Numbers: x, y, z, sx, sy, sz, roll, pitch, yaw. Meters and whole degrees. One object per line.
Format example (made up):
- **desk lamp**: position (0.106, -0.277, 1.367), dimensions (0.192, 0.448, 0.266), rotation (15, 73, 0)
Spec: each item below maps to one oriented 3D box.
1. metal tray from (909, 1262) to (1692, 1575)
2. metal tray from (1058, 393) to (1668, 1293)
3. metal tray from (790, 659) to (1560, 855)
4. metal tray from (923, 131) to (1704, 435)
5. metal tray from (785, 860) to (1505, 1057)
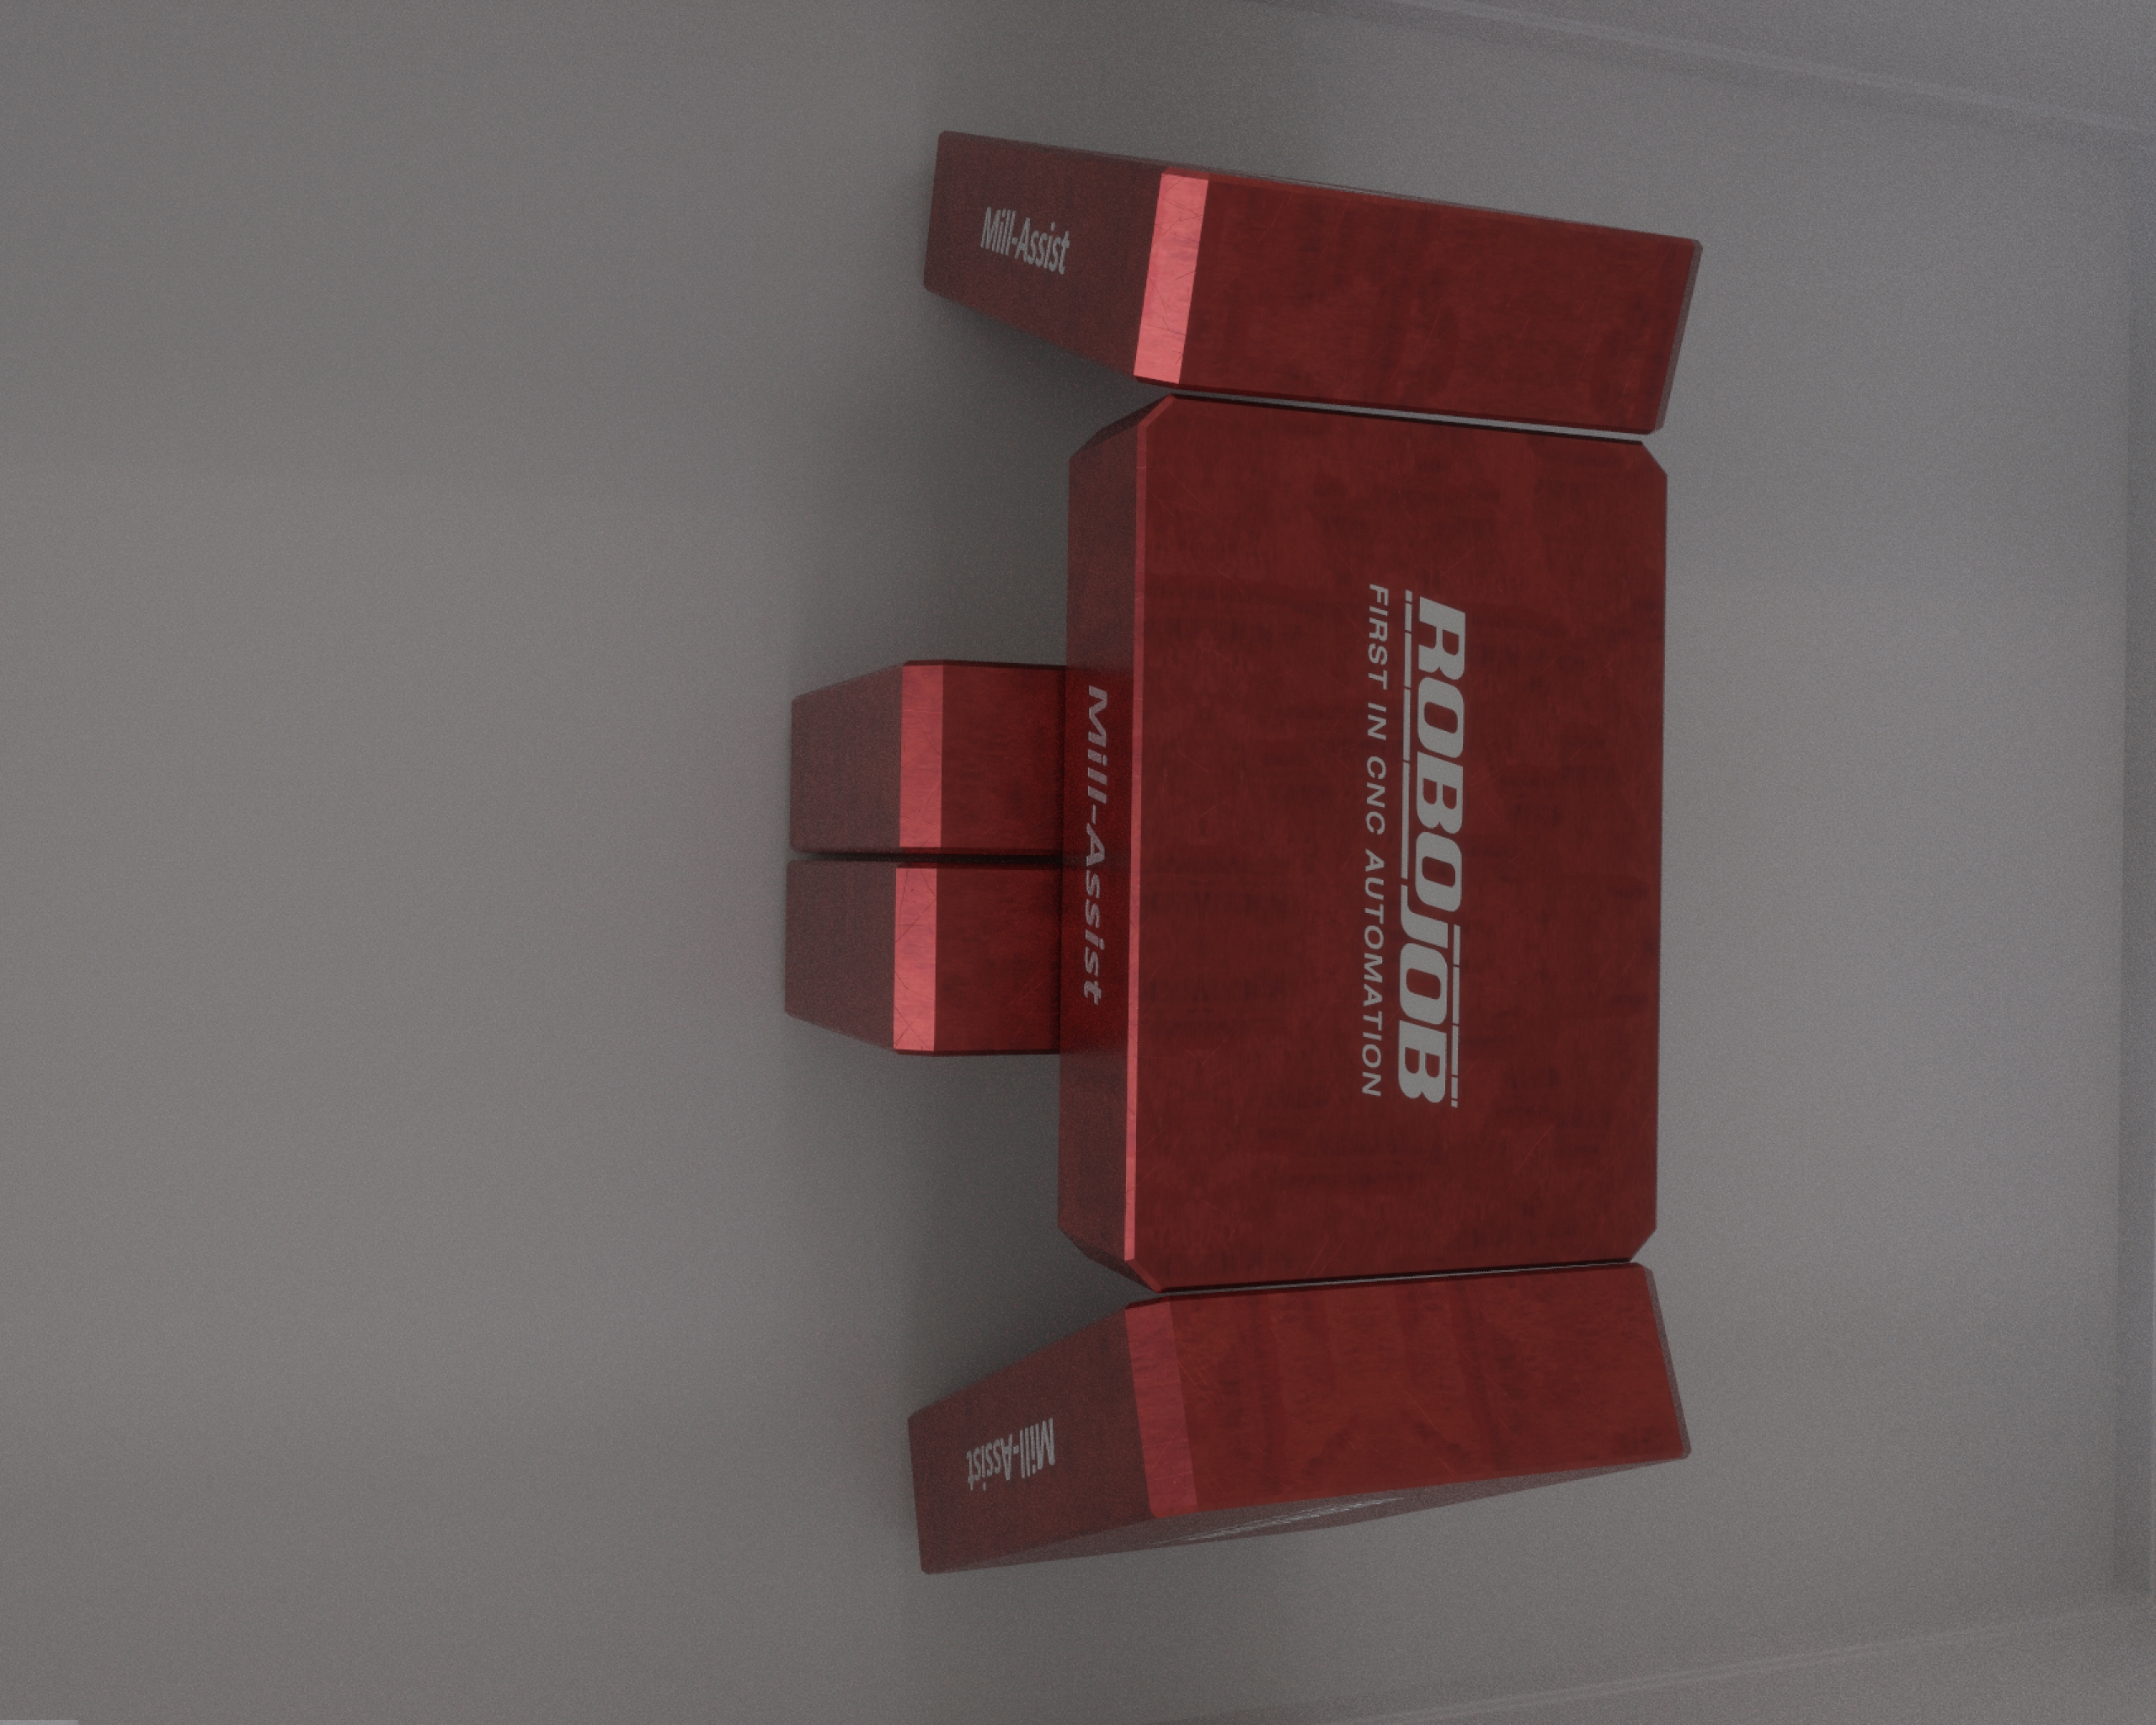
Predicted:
- **metal tray**: position (0.031, 0.099, 0.363), dimensions (0.091, 0.129, 0.030), rotation (1, 68, -21)
- **metal tray**: position (0.045, -0.002, 0.327), dimensions (0.091, 0.030, 0.129), rotation (1, 90, -21)
- **metal tray**: position (0.021, -0.016, 0.382), dimensions (0.131, 0.090, 0.030), rotation (1, 90, -20)
- **metal tray**: position (0.033, -0.104, 0.364), dimensions (0.091, 0.130, 0.030), rotation (1, 110, -20)
- **metal tray**: position (0.020, 0.015, 0.382), dimensions (0.131, 0.090, 0.030), rotation (1, 90, -20)
